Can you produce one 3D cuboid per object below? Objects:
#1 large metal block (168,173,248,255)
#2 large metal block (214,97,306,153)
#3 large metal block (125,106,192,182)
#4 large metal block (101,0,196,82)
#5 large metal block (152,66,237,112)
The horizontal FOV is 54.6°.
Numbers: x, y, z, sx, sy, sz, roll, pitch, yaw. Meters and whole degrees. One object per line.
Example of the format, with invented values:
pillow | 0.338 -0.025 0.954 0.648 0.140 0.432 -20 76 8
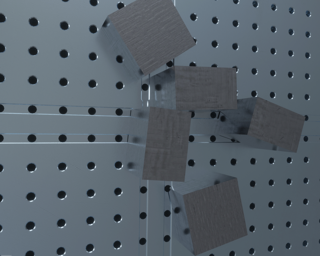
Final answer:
large metal block | 0.064 0.113 0.423 0.081 0.050 0.080 -13 95 -20
large metal block | 0.137 -0.004 0.433 0.080 0.080 0.050 19 84 -19
large metal block | -0.005 0.018 0.381 0.050 0.080 0.080 7 88 -20
large metal block | -0.015 -0.116 0.393 0.080 0.050 0.080 -35 102 -17
large metal block | 0.041 -0.047 0.398 0.081 0.080 0.050 -2 91 -20
